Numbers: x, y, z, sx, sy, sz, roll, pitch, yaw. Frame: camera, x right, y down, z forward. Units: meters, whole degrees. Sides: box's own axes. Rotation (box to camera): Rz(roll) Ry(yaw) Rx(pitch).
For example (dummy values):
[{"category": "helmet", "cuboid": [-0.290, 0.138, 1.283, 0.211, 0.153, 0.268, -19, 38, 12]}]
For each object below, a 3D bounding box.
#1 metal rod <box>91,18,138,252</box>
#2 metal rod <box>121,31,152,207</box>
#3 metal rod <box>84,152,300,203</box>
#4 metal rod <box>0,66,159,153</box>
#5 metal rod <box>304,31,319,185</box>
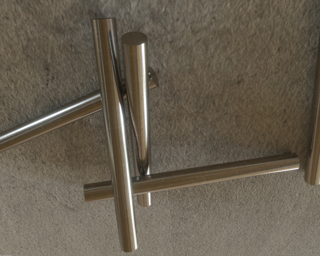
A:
[{"category": "metal rod", "cuboid": [-0.050, 0.026, 0.371, 0.025, 0.025, 0.298, -2, 113, 1]}, {"category": "metal rod", "cuboid": [-0.024, 0.017, 0.399, 0.025, 0.025, 0.298, 0, 137, 0]}, {"category": "metal rod", "cuboid": [0.048, 0.068, 0.434, 0.302, 0.025, 0.025, -8, 131, -7]}, {"category": "metal rod", "cuboid": [-0.142, -0.008, 0.398, 0.301, 0.025, 0.025, -21, 127, 16]}, {"category": "metal rod", "cuboid": [0.202, -0.032, 0.383, 0.025, 0.025, 0.299, -10, 130, 8]}]
